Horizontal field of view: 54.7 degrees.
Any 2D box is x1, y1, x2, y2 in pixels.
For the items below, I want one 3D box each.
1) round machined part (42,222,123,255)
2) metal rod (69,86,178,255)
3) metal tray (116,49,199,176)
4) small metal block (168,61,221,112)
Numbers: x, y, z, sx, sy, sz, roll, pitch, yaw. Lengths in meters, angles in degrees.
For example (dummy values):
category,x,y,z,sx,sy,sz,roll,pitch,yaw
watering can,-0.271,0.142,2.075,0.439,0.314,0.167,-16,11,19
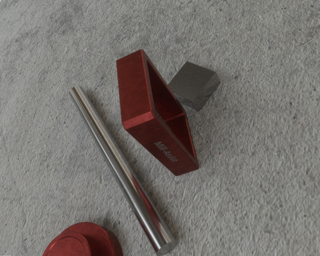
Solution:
category,x,y,z,sx,sy,sz,roll,pitch,yaw
round machined part,-0.094,0.155,0.346,0.098,0.042,0.098,-13,56,20
metal rod,-0.065,0.033,0.415,0.025,0.025,0.300,-39,51,1
metal tray,0.001,-0.012,0.342,0.030,0.130,0.090,-21,54,16
small metal block,0.044,-0.056,0.414,0.050,0.025,0.050,31,79,37
